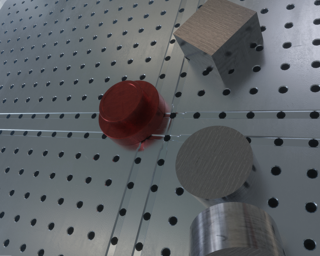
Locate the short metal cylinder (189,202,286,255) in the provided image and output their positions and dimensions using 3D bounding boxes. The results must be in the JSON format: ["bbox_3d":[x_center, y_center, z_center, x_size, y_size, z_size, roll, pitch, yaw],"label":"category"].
[{"bbox_3d":[0.064,0.111,0.262,0.080,0.080,0.050,-21,22,16],"label":"short metal cylinder"}]

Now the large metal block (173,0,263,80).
[{"bbox_3d":[0.080,-0.126,0.428,0.080,0.050,0.080,-45,51,-3],"label":"large metal block"}]

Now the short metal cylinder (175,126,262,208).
[{"bbox_3d":[0.063,0.044,0.332,0.080,0.050,0.080,-13,56,21],"label":"short metal cylinder"}]

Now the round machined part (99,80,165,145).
[{"bbox_3d":[-0.046,-0.028,0.439,0.098,0.042,0.098,-13,56,21],"label":"round machined part"}]
